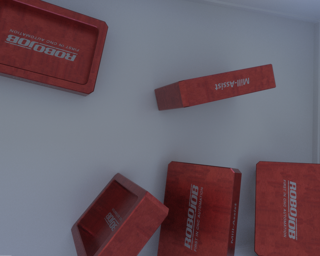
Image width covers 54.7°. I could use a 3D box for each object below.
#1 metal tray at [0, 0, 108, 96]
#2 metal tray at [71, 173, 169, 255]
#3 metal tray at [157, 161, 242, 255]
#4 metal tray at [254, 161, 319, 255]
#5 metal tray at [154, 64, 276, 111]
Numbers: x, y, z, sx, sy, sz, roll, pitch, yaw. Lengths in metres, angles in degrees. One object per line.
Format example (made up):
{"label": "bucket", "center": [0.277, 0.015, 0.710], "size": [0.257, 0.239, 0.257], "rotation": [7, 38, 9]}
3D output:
{"label": "metal tray", "center": [-0.135, -0.096, 0.358], "size": [0.131, 0.030, 0.090], "rotation": [13, 86, -20]}
{"label": "metal tray", "center": [-0.050, 0.101, 0.337], "size": [0.030, 0.130, 0.090], "rotation": [43, 76, -15]}
{"label": "metal tray", "center": [0.049, 0.111, 0.391], "size": [0.030, 0.090, 0.129], "rotation": [18, 77, -58]}
{"label": "metal tray", "center": [0.181, 0.115, 0.433], "size": [0.090, 0.030, 0.130], "rotation": [1, 71, 18]}
{"label": "metal tray", "center": [0.069, -0.052, 0.402], "size": [0.131, 0.090, 0.030], "rotation": [-13, 95, -20]}
